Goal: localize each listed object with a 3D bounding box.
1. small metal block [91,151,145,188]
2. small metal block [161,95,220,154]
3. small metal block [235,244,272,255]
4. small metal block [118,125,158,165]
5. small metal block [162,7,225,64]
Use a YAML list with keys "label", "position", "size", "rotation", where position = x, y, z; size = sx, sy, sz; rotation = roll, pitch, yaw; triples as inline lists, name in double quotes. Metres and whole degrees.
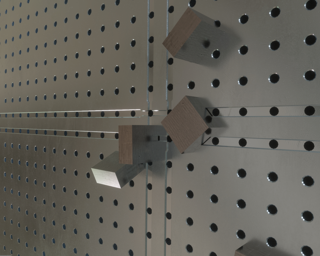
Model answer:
- label: "small metal block"
  position: [-0.059, 0.057, 0.440]
  size: [0.050, 0.050, 0.025]
  rotation: [3, 117, 40]
- label: "small metal block"
  position: [0.036, -0.004, 0.381]
  size: [0.050, 0.025, 0.050]
  rotation: [-47, 62, 30]
- label: "small metal block"
  position: [0.103, 0.159, 0.325]
  size: [0.050, 0.025, 0.050]
  rotation: [15, 100, 39]
- label: "small metal block"
  position: [-0.028, 0.021, 0.418]
  size: [0.025, 0.050, 0.050]
  rotation: [-1, 89, 40]
- label: "small metal block"
  position: [0.039, -0.106, 0.361]
  size: [0.050, 0.050, 0.025]
  rotation: [-50, 61, 28]
